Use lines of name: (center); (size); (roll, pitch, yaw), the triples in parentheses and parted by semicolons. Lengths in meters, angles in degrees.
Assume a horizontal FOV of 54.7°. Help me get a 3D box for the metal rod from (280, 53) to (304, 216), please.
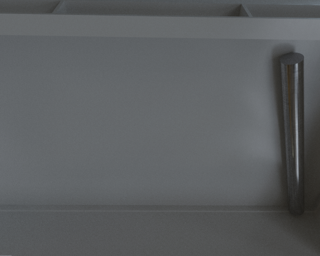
metal rod: (0.190, 0.031, 0.438); (0.025, 0.025, 0.299); (-13, 129, 11)
